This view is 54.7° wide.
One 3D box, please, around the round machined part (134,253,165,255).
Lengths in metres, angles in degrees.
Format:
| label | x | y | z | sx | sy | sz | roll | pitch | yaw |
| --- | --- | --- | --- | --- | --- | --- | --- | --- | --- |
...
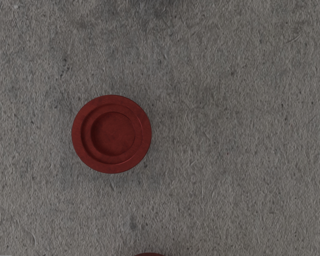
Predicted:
| label | x | y | z | sx | sy | sz | roll | pitch | yaw |
| --- | --- | --- | --- | --- | --- | --- | --- | --- | --- |
| round machined part | -0.014 | 0.210 | 0.401 | 0.099 | 0.042 | 0.097 | 0 | 90 | 0 |

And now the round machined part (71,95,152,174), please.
| label | x | y | z | sx | sy | sz | roll | pitch | yaw |
| --- | --- | --- | --- | --- | --- | --- | --- | --- | --- |
| round machined part | -0.060 | 0.008 | 0.401 | 0.099 | 0.042 | 0.097 | 0 | 90 | 0 |
